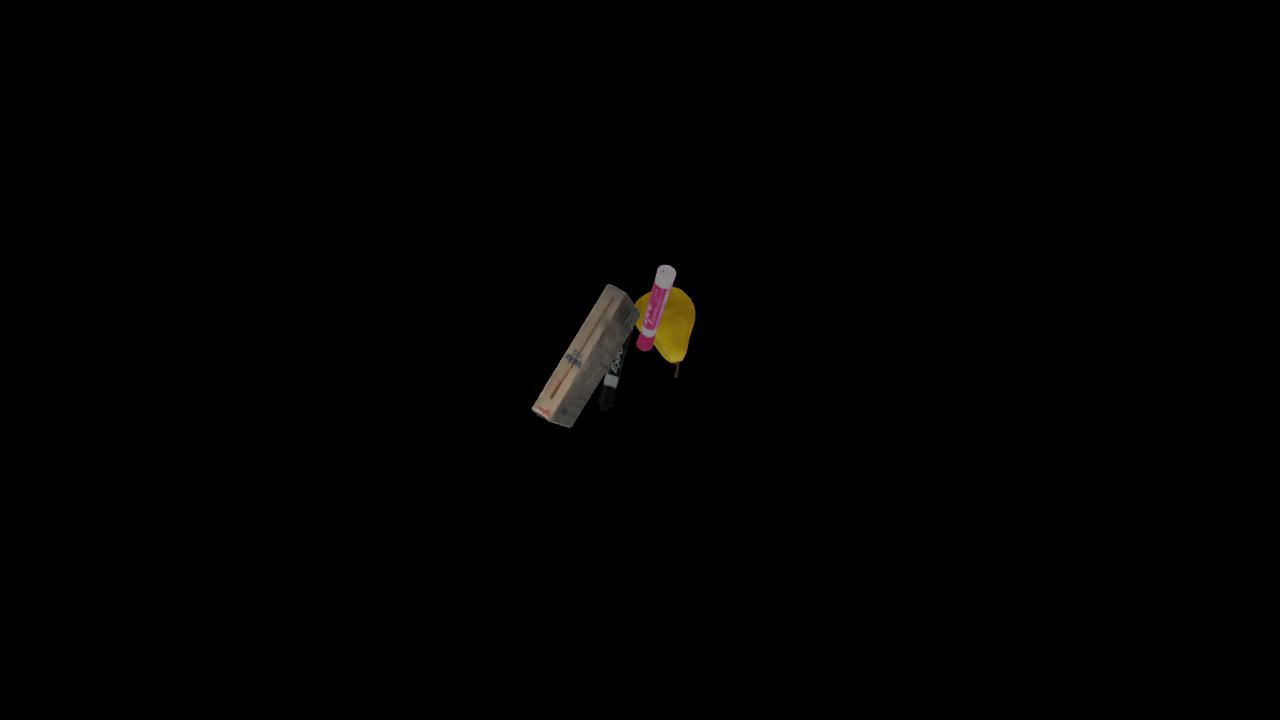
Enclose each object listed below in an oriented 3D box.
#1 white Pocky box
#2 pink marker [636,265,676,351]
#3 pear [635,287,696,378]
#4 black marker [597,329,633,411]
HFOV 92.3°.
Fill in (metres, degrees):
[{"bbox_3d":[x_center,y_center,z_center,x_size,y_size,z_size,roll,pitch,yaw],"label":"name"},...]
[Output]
[{"bbox_3d":[-0.054,-0.001,0.663,0.028,0.154,0.084,30,-5,13],"label":"white Pocky box"},{"bbox_3d":[0.015,-0.049,0.636,0.020,0.020,0.121,0,-36,-13],"label":"pink marker"},{"bbox_3d":[0.040,-0.035,0.768,0.080,0.111,0.080,-22,-4,-2],"label":"pear"},{"bbox_3d":[-0.029,0.003,0.745,0.020,0.121,0.020,14,-14,4],"label":"black marker"}]
